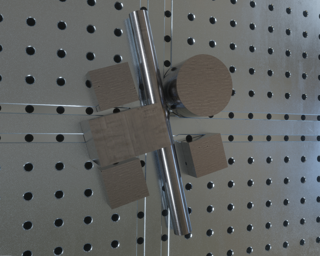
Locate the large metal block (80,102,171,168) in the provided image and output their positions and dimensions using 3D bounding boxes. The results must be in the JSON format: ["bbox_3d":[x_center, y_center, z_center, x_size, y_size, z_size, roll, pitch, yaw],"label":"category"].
[{"bbox_3d":[-0.044,0.006,0.366,0.081,0.080,0.050,-16,96,-20],"label":"large metal block"}]

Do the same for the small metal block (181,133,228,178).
[{"bbox_3d":[0.063,0.037,0.437,0.050,0.025,0.050,-16,96,-20],"label":"small metal block"}]

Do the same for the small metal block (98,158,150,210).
[{"bbox_3d":[-0.047,0.069,0.396,0.050,0.025,0.050,-17,96,-20],"label":"small metal block"}]

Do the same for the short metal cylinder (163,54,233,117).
[{"bbox_3d":[0.049,-0.055,0.418,0.081,0.050,0.079,0,90,-21],"label":"short metal cylinder"}]

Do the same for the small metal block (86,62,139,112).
[{"bbox_3d":[-0.060,-0.051,0.391,0.050,0.025,0.050,-19,97,-19],"label":"small metal block"}]

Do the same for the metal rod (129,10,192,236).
[{"bbox_3d":[0.002,-0.004,0.414,0.025,0.025,0.298,-13,95,-20],"label":"metal rod"}]
